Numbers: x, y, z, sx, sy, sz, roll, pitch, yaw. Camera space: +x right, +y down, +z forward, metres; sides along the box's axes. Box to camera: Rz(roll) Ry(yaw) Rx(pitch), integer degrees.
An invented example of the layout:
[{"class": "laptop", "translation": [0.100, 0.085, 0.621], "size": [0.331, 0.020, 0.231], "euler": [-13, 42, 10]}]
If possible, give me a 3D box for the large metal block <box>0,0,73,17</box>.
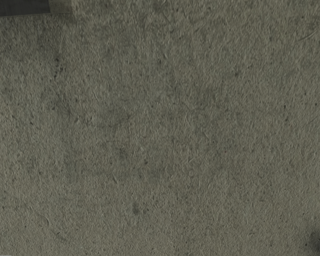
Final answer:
[{"class": "large metal block", "translation": [-0.146, -0.144, 0.326], "size": [0.080, 0.080, 0.050], "euler": [-4, 110, 1]}]
